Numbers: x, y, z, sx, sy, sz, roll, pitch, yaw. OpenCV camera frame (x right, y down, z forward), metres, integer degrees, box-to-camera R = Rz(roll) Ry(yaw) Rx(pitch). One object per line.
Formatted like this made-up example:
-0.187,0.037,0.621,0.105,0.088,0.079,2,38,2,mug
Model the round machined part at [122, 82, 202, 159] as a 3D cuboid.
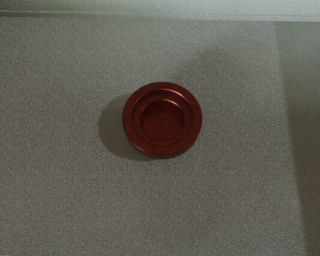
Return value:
0.003,-0.007,0.399,0.099,0.042,0.098,0,70,-1,round machined part
